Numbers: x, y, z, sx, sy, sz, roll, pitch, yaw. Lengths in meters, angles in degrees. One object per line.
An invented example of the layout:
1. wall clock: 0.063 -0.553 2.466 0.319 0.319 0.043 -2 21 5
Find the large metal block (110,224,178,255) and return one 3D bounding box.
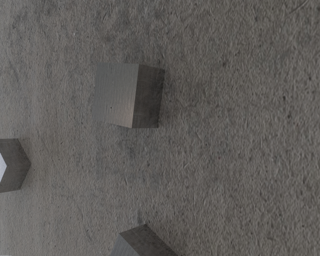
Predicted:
1. large metal block: -0.024 0.190 0.408 0.080 0.050 0.079 34 111 35

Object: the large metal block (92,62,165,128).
1. large metal block: -0.045 -0.045 0.426 0.080 0.050 0.079 12 98 39

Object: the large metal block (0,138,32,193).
1. large metal block: -0.325 0.079 0.658 0.080 0.050 0.080 48 118 29
